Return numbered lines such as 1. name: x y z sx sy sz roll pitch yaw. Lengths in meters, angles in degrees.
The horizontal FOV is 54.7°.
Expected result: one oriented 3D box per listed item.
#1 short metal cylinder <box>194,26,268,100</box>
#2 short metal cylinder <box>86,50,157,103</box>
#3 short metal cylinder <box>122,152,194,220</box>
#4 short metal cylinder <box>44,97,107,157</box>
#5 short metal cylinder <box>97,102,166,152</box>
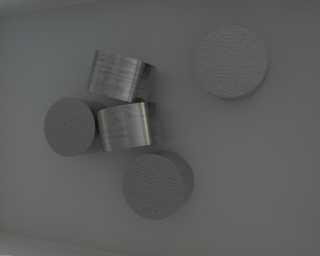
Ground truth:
1. short metal cylinder: 0.086 -0.074 0.367 0.080 0.050 0.079 0 90 19
2. short metal cylinder: -0.049 -0.063 0.398 0.080 0.080 0.050 17 96 19
3. short metal cylinder: -0.001 0.071 0.397 0.080 0.050 0.079 0 90 19
4. short metal cylinder: -0.113 -0.001 0.436 0.080 0.050 0.079 0 90 19
5. short metal cylinder: -0.036 0.000 0.393 0.080 0.080 0.050 -10 87 19
